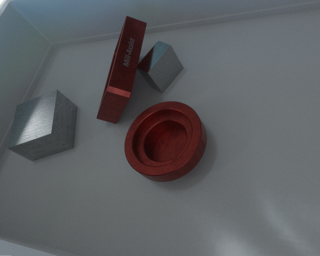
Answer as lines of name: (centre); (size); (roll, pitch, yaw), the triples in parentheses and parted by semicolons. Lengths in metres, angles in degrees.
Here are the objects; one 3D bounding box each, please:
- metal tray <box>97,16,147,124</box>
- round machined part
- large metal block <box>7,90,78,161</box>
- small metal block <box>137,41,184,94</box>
metal tray: (-0.055, -0.082, 0.444); (0.030, 0.090, 0.130); (16, 62, -14)
round machined part: (0.010, 0.019, 0.376); (0.098, 0.042, 0.098); (-13, 56, 20)
large metal block: (-0.180, -0.003, 0.484); (0.080, 0.050, 0.080); (-17, 55, 18)
small metal block: (0.001, -0.086, 0.441); (0.025, 0.050, 0.050); (32, 79, 37)
